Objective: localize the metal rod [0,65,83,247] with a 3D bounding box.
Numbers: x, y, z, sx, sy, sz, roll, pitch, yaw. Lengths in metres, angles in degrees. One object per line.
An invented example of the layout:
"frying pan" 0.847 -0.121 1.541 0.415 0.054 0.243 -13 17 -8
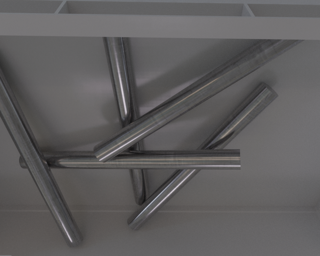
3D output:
"metal rod" -0.163 0.047 0.409 0.025 0.025 0.298 -10 118 8

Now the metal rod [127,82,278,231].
"metal rod" 0.045 0.054 0.437 0.025 0.025 0.299 29 119 -23

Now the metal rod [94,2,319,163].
"metal rod" 0.046 -0.042 0.353 0.300 0.025 0.025 -32 124 16

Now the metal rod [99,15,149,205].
"metal rod" -0.039 0.004 0.411 0.025 0.025 0.298 -3 130 2

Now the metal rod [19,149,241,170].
"metal rod" -0.049 0.042 0.412 0.301 0.025 0.025 -2 131 14
